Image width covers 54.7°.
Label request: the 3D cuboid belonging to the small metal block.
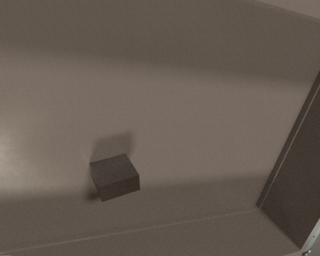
[{"bbox_3d":[-0.059,0.063,0.400,0.050,0.050,0.025,-14,125,-21],"label":"small metal block"}]
